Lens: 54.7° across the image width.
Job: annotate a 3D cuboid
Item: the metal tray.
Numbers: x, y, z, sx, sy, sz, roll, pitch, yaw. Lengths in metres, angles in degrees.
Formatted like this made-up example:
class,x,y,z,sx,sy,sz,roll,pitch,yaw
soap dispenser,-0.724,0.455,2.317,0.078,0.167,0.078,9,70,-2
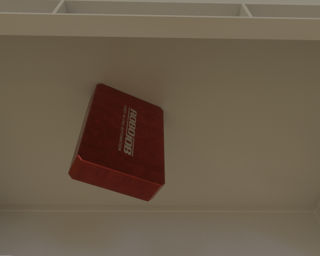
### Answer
class,x,y,z,sx,sy,sz,roll,pitch,yaw
metal tray,-0.042,0.011,0.349,0.091,0.130,0.030,21,127,-18
